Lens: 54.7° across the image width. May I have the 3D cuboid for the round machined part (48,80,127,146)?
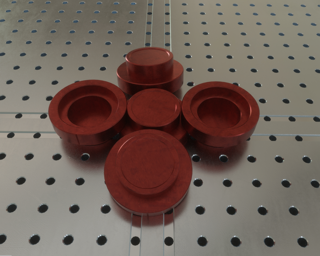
[{"bbox_3d":[-0.091,-0.016,0.408,0.099,0.042,0.098,0,50,0],"label":"round machined part"}]

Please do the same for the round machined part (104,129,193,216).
[{"bbox_3d":[-0.013,0.045,0.344,0.099,0.042,0.098,0,65,0],"label":"round machined part"}]

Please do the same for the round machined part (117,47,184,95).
[{"bbox_3d":[-0.014,-0.087,0.455,0.099,0.042,0.098,-1,36,1],"label":"round machined part"}]

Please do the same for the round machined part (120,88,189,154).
[{"bbox_3d":[-0.008,-0.015,0.407,0.099,0.042,0.098,0,50,0],"label":"round machined part"}]

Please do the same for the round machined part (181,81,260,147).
[{"bbox_3d":[0.077,-0.014,0.408,0.099,0.042,0.098,0,50,0],"label":"round machined part"}]
